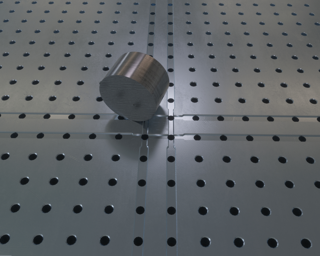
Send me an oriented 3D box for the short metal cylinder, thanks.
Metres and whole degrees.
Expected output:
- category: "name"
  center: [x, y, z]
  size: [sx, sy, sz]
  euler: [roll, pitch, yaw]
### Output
- category: "short metal cylinder"
  center: [-0.034, -0.055, 0.418]
  size: [0.080, 0.080, 0.050]
  euler: [16, 52, 13]
